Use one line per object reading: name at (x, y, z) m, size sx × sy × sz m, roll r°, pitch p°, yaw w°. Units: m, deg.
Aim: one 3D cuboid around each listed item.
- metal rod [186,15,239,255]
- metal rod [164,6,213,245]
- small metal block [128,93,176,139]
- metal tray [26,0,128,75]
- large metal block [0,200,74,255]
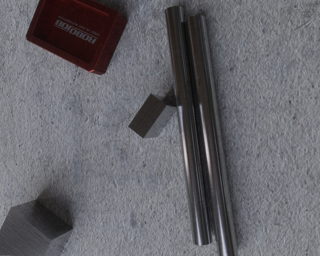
metal rod at (0.064, 0.010, 0.385) m, size 0.025 × 0.025 × 0.298 m, roll -8°, pitch 87°, yaw 19°
metal rod at (0.036, -0.005, 0.395) m, size 0.025 × 0.025 × 0.298 m, roll -8°, pitch 87°, yaw 19°
small metal block at (-0.007, -0.015, 0.397) m, size 0.025 × 0.050 × 0.050 m, roll 39°, pitch 102°, yaw 15°
metal tray at (-0.123, -0.143, 0.447) m, size 0.130 × 0.030 × 0.090 m, roll 28°, pitch 99°, yaw 17°
large metal block at (-0.190, 0.168, 0.461) m, size 0.080 × 0.050 × 0.080 m, roll 31°, pitch 100°, yaw 17°
